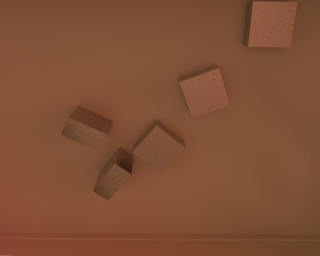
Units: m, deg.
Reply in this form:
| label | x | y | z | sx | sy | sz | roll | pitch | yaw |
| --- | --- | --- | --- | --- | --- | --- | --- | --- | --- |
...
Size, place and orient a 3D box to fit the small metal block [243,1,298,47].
| label | x | y | z | sx | sy | sz | roll | pitch | yaw |
| --- | --- | --- | --- | --- | --- | --- | --- | --- | --- |
| small metal block | 0.129 | -0.123 | 0.368 | 0.050 | 0.025 | 0.050 | 1 | 110 | -1 |

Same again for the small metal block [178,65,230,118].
| label | x | y | z | sx | sy | sz | roll | pitch | yaw |
| --- | --- | --- | --- | --- | --- | --- | --- | --- | --- |
| small metal block | 0.056 | -0.047 | 0.395 | 0.050 | 0.025 | 0.050 | -19 | 109 | 6 |

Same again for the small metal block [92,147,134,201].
| label | x | y | z | sx | sy | sz | roll | pitch | yaw |
| --- | --- | --- | --- | --- | --- | --- | --- | --- | --- |
| small metal block | -0.062 | 0.061 | 0.420 | 0.025 | 0.050 | 0.050 | 37 | 106 | -13 |

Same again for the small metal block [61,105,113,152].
| label | x | y | z | sx | sy | sz | roll | pitch | yaw |
| --- | --- | --- | --- | --- | --- | --- | --- | --- | --- |
| small metal block | -0.091 | -0.001 | 0.397 | 0.050 | 0.050 | 0.025 | 25 | 108 | -10 |

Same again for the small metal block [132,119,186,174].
| label | x | y | z | sx | sy | sz | roll | pitch | yaw |
| --- | --- | --- | --- | --- | --- | --- | --- | --- | --- |
| small metal block | -0.002 | 0.025 | 0.421 | 0.050 | 0.025 | 0.050 | 38 | 105 | -13 |
